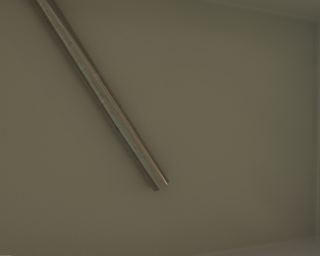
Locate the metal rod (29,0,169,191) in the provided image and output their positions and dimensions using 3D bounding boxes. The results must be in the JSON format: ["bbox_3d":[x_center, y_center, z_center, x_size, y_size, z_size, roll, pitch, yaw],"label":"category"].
[{"bbox_3d":[-0.076,-0.049,0.383,0.025,0.025,0.299,-35,102,-17],"label":"metal rod"}]
